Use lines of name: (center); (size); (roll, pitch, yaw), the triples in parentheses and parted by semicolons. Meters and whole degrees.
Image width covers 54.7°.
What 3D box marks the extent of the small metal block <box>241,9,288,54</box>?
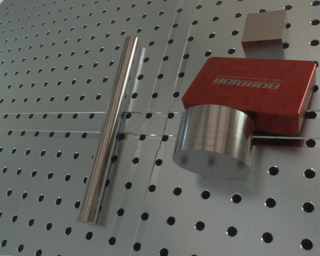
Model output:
small metal block: (0.140, -0.127, 0.412); (0.050, 0.025, 0.050); (3, 63, 29)

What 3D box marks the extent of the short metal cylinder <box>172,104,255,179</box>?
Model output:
short metal cylinder: (0.058, 0.017, 0.332); (0.080, 0.080, 0.050); (0, 62, 28)

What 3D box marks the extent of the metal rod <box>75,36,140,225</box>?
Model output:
metal rod: (-0.069, -0.015, 0.451); (0.025, 0.025, 0.299); (-4, 60, 26)

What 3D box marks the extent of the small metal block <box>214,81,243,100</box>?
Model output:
small metal block: (0.079, -0.031, 0.385); (0.050, 0.025, 0.050); (12, 68, 32)

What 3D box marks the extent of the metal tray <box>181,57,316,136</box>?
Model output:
metal tray: (0.103, -0.043, 0.362); (0.130, 0.030, 0.090); (11, 52, 32)
